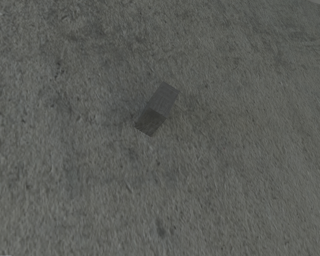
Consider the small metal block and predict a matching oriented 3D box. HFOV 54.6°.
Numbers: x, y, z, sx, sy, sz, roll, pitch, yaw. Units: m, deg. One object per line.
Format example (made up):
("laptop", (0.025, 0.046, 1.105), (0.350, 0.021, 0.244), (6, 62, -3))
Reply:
("small metal block", (-0.004, -0.024, 0.400), (0.025, 0.050, 0.050), (32, 52, -8))
